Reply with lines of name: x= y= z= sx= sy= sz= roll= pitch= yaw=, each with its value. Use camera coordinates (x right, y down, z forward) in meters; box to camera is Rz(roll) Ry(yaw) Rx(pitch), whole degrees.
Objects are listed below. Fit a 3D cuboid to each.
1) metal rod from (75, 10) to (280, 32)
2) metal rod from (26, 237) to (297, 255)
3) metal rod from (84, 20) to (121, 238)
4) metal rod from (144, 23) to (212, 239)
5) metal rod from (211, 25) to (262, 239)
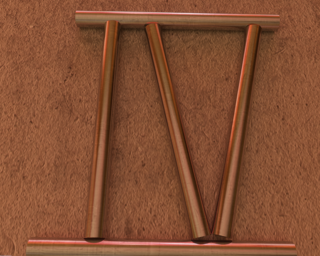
metal rod: x=0.026 y=-0.162 z=0.469 sx=0.302 sy=0.025 sz=0.025 roll=1 pitch=70 yaw=0
metal rod: x=0.002 y=0.141 z=0.357 sx=0.302 sy=0.025 sz=0.025 roll=1 pitch=70 yaw=0
metal rod: x=-0.073 y=-0.013 z=0.412 sx=0.025 sy=0.025 sz=0.299 roll=1 pitch=70 yaw=0
metal rod: x=0.018 y=-0.010 z=0.412 sx=0.025 sy=0.025 sz=0.299 roll=-11 pitch=70 yaw=-4
metal rod: x=0.106 y=-0.010 z=0.413 sx=0.025 sy=0.025 sz=0.299 roll=13 pitch=70 yaw=4
